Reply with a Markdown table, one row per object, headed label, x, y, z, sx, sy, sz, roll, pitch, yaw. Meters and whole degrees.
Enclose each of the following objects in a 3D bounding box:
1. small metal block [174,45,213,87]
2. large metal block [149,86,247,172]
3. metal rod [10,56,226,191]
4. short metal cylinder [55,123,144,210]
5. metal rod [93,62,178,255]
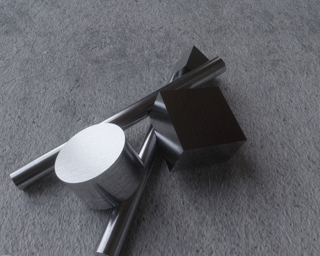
| label | x | y | z | sx | sy | sz | roll | pitch | yaw |
| --- | --- | --- | --- | --- | --- | --- | --- | --- | --- |
| small metal block | 0.054 | -0.086 | 0.461 | 0.050 | 0.025 | 0.050 | 38 | 49 | -20 |
| large metal block | 0.042 | 0.000 | 0.370 | 0.081 | 0.050 | 0.080 | -8 | 59 | -23 |
| metal rod | -0.040 | -0.014 | 0.393 | 0.302 | 0.025 | 0.025 | -31 | 57 | -16 |
| short metal cylinder | -0.064 | 0.041 | 0.337 | 0.080 | 0.050 | 0.080 | -15 | 41 | 14 |
| metal rod | -0.009 | 0.015 | 0.391 | 0.025 | 0.025 | 0.300 | 14 | 51 | 11 |
